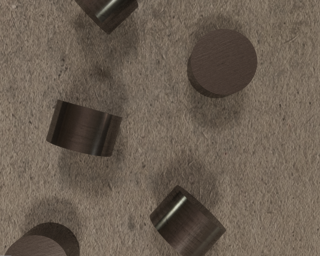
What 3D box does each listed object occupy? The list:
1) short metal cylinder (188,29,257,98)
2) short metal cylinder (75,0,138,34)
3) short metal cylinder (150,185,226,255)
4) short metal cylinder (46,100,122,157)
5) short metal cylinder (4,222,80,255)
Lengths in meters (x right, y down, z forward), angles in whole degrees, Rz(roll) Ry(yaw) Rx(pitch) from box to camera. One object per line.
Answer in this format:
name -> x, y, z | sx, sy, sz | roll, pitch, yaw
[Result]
short metal cylinder -> 0.077, -0.080, 0.399 | 0.081, 0.050, 0.079 | 0, 90, -1
short metal cylinder -> -0.073, -0.163, 0.381 | 0.050, 0.080, 0.080 | -44, 91, 0
short metal cylinder -> 0.034, 0.117, 0.383 | 0.080, 0.080, 0.050 | 42, 90, -1
short metal cylinder -> -0.092, 0.000, 0.381 | 0.080, 0.080, 0.050 | 16, 90, -1
short metal cylinder -> -0.149, 0.168, 0.396 | 0.081, 0.050, 0.079 | 0, 90, -1
